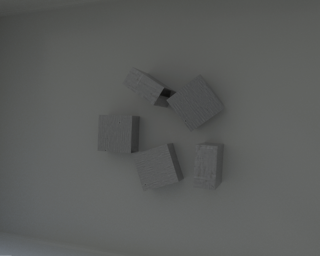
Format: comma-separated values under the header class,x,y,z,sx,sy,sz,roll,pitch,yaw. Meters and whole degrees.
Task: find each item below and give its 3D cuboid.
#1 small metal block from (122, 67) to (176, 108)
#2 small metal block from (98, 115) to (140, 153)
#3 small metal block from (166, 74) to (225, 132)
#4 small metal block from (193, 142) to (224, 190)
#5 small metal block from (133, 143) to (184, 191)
class,x,y,z,sx,sy,sz,roll,pitch,yaw
small metal block,-0.013,-0.052,0.401,0.050,0.050,0.025,35,101,16
small metal block,-0.057,0.007,0.430,0.050,0.025,0.050,2,91,19
small metal block,0.045,-0.032,0.388,0.050,0.025,0.050,-37,94,16
small metal block,0.060,0.044,0.376,0.025,0.050,0.050,4,91,20
small metal block,-0.002,0.051,0.410,0.050,0.025,0.050,-19,84,18
